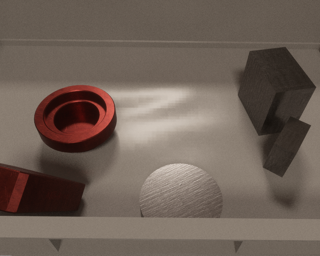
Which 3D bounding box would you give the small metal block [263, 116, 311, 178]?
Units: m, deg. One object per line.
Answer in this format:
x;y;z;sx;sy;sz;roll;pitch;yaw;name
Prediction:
0.152;0.023;0.372;0.025;0.050;0.050;29;56;21;small metal block

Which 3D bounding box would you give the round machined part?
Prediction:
-0.105;-0.007;0.399;0.099;0.042;0.098;0;50;0;round machined part

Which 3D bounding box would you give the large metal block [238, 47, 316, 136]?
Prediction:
0.149;-0.048;0.412;0.050;0.080;0.080;-8;51;-7;large metal block

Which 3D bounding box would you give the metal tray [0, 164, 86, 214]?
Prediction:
-0.137;0.053;0.291;0.090;0.130;0.030;12;78;9;metal tray

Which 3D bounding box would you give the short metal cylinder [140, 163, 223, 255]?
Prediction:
0.020;0.084;0.319;0.081;0.050;0.080;0;50;0;short metal cylinder
